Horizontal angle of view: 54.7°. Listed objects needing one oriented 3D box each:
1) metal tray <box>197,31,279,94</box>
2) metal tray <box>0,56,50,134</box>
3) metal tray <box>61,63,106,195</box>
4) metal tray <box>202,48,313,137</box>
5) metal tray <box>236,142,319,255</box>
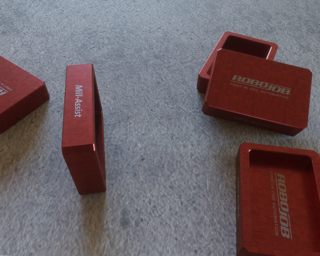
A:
[{"bbox_3d":[0.122,-0.095,0.481,0.090,0.030,0.130,20,53,16],"label":"metal tray"},{"bbox_3d":[-0.238,-0.056,0.444,0.130,0.030,0.090,30,56,22],"label":"metal tray"},{"bbox_3d":[-0.086,-0.001,0.360,0.030,0.089,0.130,-7,50,-6],"label":"metal tray"},{"bbox_3d":[0.130,-0.048,0.416,0.131,0.030,0.090,14,69,3],"label":"metal tray"},{"bbox_3d":[0.130,0.080,0.334,0.091,0.030,0.130,7,50,5],"label":"metal tray"}]
